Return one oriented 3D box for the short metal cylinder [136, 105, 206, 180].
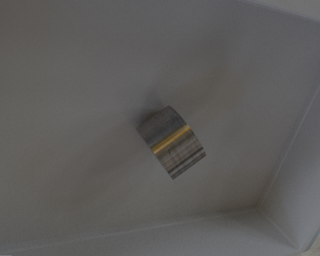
[{"bbox_3d":[0.013,0.018,0.390,0.050,0.080,0.080,-36,130,-5],"label":"short metal cylinder"}]
